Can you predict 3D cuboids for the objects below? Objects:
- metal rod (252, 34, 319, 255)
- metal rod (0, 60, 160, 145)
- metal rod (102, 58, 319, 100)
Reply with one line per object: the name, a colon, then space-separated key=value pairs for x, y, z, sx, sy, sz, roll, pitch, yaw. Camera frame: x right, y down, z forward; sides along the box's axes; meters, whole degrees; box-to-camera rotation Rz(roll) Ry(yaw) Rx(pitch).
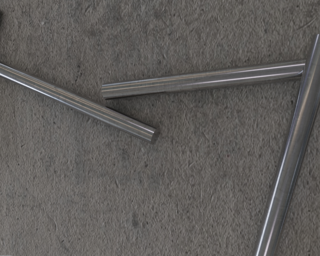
metal rod: x=0.141 y=0.050 z=0.343 sx=0.025 sy=0.025 sz=0.298 roll=15 pitch=101 yaw=19
metal rod: x=-0.137 y=-0.045 z=0.457 sx=0.301 sy=0.025 sz=0.025 roll=23 pitch=98 yaw=18
metal rod: x=0.066 y=-0.060 z=0.385 sx=0.301 sy=0.025 sz=0.025 roll=-4 pitch=89 yaw=19
